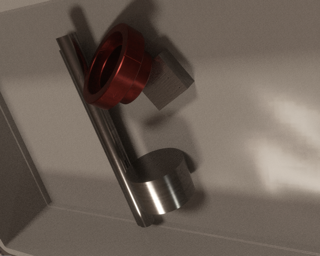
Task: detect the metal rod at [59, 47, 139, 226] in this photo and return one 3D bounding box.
[{"bbox_3d":[-0.073,0.025,0.460,0.025,0.025,0.298,-6,116,30],"label":"metal rod"}]

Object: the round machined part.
[{"bbox_3d":[-0.046,-0.066,0.356,0.042,0.098,0.098,23,137,-32],"label":"round machined part"}]

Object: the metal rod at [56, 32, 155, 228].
[{"bbox_3d":[-0.068,0.018,0.431,0.025,0.025,0.298,-6,116,30],"label":"metal rod"}]

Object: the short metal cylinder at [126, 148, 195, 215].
[{"bbox_3d":[0.001,0.069,0.414,0.080,0.080,0.050,-8,115,31],"label":"short metal cylinder"}]

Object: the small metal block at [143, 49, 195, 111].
[{"bbox_3d":[0.004,-0.057,0.370,0.050,0.025,0.050,48,128,-7],"label":"small metal block"}]
